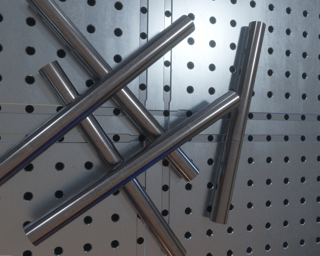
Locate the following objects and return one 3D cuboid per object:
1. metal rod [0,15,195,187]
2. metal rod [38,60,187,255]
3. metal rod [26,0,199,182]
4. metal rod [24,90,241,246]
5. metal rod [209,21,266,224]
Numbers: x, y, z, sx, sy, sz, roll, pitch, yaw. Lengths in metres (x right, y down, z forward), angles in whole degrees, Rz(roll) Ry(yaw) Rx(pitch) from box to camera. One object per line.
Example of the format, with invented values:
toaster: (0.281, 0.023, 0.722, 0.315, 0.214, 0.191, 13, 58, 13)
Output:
metal rod: (-0.072, -0.038, 0.358, 0.301, 0.025, 0.025, -42, 104, -16)
metal rod: (-0.053, 0.051, 0.393, 0.025, 0.025, 0.299, -36, 102, -17)
metal rod: (-0.050, -0.045, 0.394, 0.025, 0.025, 0.300, -45, 104, -15)
metal rod: (-0.019, 0.038, 0.378, 0.302, 0.025, 0.025, -33, 101, -17)
metal rod: (0.115, -0.011, 0.456, 0.025, 0.025, 0.298, 14, 85, -20)
